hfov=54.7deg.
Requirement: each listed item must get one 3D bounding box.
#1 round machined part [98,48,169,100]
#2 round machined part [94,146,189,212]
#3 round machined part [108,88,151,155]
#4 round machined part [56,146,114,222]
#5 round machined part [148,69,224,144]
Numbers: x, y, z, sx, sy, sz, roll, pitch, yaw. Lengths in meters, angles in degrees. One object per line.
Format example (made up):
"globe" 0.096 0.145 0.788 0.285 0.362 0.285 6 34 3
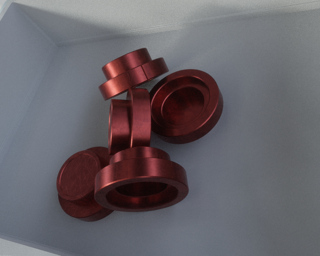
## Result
"round machined part" -0.041 -0.077 0.428 0.098 0.042 0.098 -24 8 4
"round machined part" -0.020 0.055 0.336 0.098 0.098 0.042 -18 55 18
"round machined part" -0.040 0.000 0.377 0.042 0.097 0.098 2 56 -12
"round machined part" -0.094 0.068 0.403 0.098 0.042 0.098 -13 56 21
"round machined part" 0.032 -0.023 0.392 0.098 0.042 0.098 -13 56 21
